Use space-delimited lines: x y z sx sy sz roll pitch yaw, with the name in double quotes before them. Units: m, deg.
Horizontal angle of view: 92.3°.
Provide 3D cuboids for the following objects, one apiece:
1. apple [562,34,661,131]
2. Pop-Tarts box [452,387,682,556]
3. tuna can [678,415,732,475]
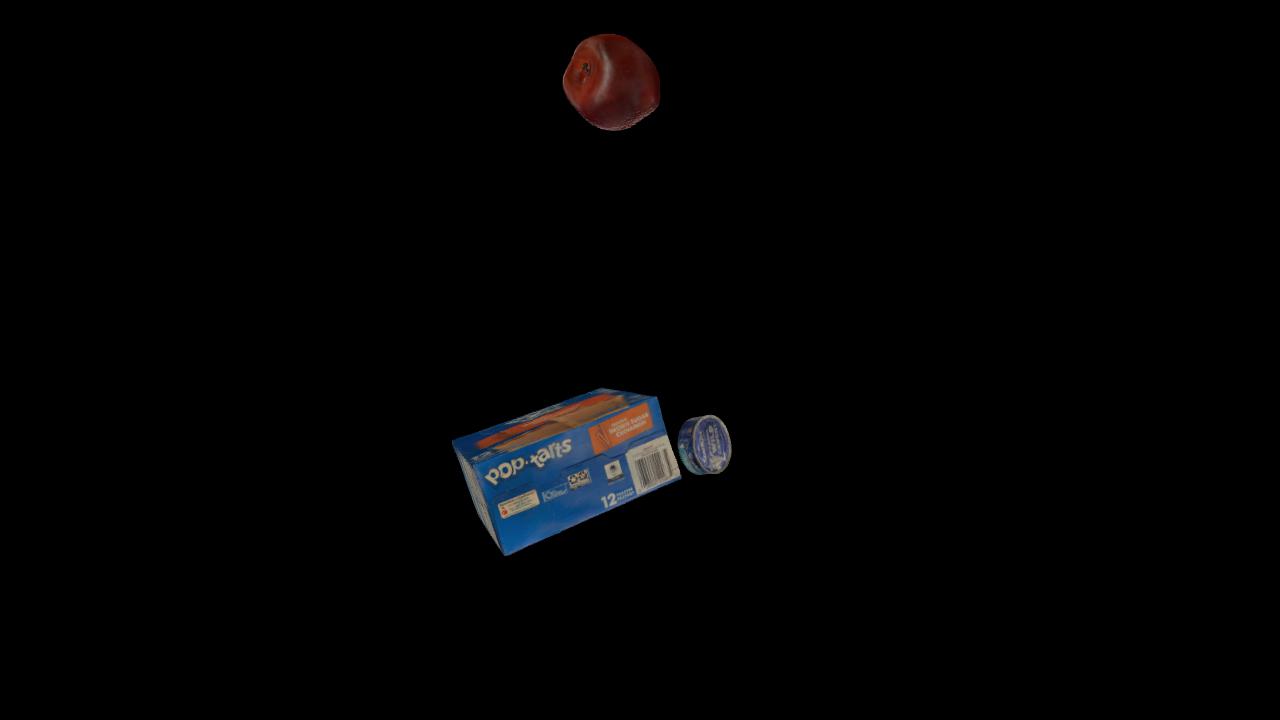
"apple" -0.022 -0.246 0.550 0.079 0.079 0.093 0 4 37
"Pop-Tarts box" -0.073 0.091 0.570 0.167 0.083 0.141 -18 8 -22
"tuna can" 0.092 0.122 0.879 0.084 0.084 0.034 0 -11 -45
